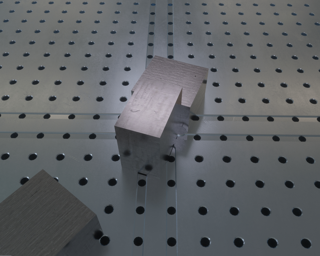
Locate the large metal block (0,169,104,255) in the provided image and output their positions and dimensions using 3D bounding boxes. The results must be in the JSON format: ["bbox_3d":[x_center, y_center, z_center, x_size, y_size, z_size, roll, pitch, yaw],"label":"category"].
[{"bbox_3d":[-0.116,0.102,0.306,0.080,0.050,0.080,32,57,24],"label":"large metal block"}]

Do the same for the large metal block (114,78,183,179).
[{"bbox_3d":[-0.011,0.000,0.372,0.050,0.080,0.080,15,52,12],"label":"large metal block"}]

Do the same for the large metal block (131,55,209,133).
[{"bbox_3d":[0.015,-0.049,0.433,0.080,0.050,0.080,17,52,14],"label":"large metal block"}]
